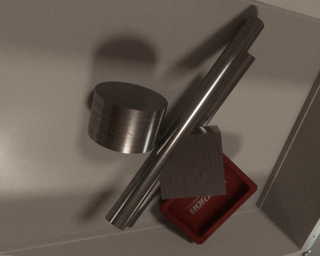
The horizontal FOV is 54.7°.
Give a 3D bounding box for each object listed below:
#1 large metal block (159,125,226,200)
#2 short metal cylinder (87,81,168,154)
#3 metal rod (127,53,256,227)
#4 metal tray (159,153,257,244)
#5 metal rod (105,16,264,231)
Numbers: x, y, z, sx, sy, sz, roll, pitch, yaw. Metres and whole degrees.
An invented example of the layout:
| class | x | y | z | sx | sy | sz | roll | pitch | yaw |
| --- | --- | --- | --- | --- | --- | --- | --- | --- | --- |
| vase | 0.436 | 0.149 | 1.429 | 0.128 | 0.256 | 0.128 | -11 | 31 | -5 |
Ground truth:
| class | x | y | z | sx | sy | sz | roll | pitch | yaw |
| --- | --- | --- | --- | --- | --- | --- | --- | --- | --- |
| large metal block | 0.040 | 0.043 | 0.406 | 0.080 | 0.050 | 0.079 | -6 | 99 | 6 |
| short metal cylinder | -0.036 | -0.014 | 0.346 | 0.081 | 0.080 | 0.050 | 1 | 118 | -29 |
| metal rod | 0.033 | 0.021 | 0.441 | 0.025 | 0.025 | 0.299 | 27 | 104 | -38 |
| metal tray | 0.074 | 0.105 | 0.485 | 0.090 | 0.030 | 0.130 | 44 | 93 | -8 |
| metal rod | 0.036 | -0.014 | 0.368 | 0.300 | 0.025 | 0.025 | -54 | 130 | -11 |
